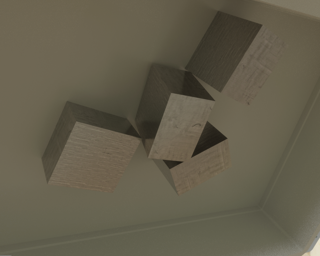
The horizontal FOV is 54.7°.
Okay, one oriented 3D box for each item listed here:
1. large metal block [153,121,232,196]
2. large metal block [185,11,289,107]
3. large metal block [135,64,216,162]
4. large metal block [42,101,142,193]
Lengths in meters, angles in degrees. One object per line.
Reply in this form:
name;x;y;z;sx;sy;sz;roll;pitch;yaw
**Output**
large metal block;0.036;0.030;0.411;0.080;0.080;0.050;-26;128;-12
large metal block;0.087;-0.083;0.369;0.050;0.080;0.080;20;108;-36
large metal block;0.012;-0.018;0.360;0.050;0.080;0.079;8;119;-21
large metal block;-0.081;0.024;0.363;0.081;0.050;0.080;17;109;-35
